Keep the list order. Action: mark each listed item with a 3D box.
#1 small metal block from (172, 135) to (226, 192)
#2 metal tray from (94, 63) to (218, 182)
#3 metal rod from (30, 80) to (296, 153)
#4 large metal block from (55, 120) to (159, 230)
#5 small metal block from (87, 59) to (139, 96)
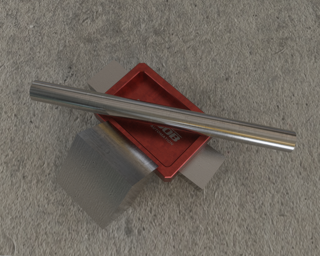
[{"bbox_3d":[0.047,0.045,0.393,0.050,0.025,0.050,37,74,12],"label":"small metal block"},{"bbox_3d":[-0.007,-0.009,0.382,0.130,0.030,0.090,42,75,13],"label":"metal tray"},{"bbox_3d":[0.000,-0.014,0.356,0.302,0.025,0.025,12,71,3],"label":"metal rod"},{"bbox_3d":[-0.062,0.052,0.351,0.080,0.079,0.050,41,33,13],"label":"large metal block"},{"bbox_3d":[-0.063,-0.058,0.429,0.050,0.025,0.050,43,75,13],"label":"small metal block"}]
